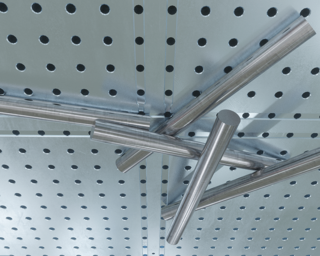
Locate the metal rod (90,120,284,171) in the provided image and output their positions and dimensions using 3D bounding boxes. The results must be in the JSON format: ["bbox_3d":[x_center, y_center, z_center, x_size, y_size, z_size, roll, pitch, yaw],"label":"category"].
[{"bbox_3d":[0.059,0.033,0.415,0.302,0.025,0.025,12,129,-21],"label":"metal rod"}]

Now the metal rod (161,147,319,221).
[{"bbox_3d":[0.115,0.087,0.452,0.025,0.025,0.299,37,131,-27],"label":"metal rod"}]

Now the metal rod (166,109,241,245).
[{"bbox_3d":[0.048,0.091,0.437,0.025,0.025,0.298,7,135,-7],"label":"metal rod"}]

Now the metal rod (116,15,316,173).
[{"bbox_3d":[0.050,-0.026,0.390,0.025,0.025,0.299,37,121,-27],"label":"metal rod"}]

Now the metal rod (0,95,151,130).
[{"bbox_3d":[-0.163,-0.024,0.388,0.302,0.025,0.025,8,130,-7],"label":"metal rod"}]
